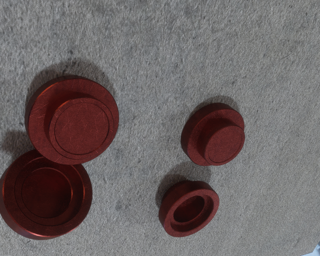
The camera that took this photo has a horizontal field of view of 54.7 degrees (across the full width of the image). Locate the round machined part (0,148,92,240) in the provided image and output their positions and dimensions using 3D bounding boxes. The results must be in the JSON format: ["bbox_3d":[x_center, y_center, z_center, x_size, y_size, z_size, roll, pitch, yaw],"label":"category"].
[{"bbox_3d":[-0.130,0.075,0.347,0.099,0.098,0.042,19,144,-36],"label":"round machined part"}]

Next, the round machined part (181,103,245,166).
[{"bbox_3d":[0.084,0.016,0.451,0.099,0.042,0.097,-14,124,-21],"label":"round machined part"}]

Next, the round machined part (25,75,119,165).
[{"bbox_3d":[-0.089,-0.005,0.332,0.099,0.042,0.097,-12,113,-29],"label":"round machined part"}]

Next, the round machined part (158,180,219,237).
[{"bbox_3d":[0.042,0.123,0.495,0.099,0.042,0.097,-14,124,-21],"label":"round machined part"}]
